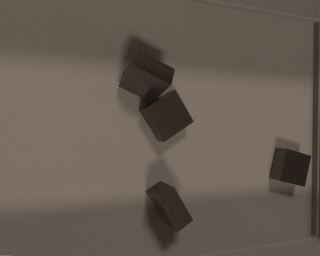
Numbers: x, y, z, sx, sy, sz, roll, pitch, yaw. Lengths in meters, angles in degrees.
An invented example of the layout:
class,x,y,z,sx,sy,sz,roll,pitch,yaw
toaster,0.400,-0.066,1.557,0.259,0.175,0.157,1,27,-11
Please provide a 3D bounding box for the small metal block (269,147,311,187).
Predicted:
class,x,y,z,sx,sy,sz,roll,pitch,yaw
small metal block,0.205,0.062,0.489,0.050,0.025,0.050,16,85,-20

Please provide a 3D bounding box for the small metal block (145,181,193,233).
class,x,y,z,sx,sy,sz,roll,pitch,yaw
small metal block,0.011,0.100,0.403,0.025,0.050,0.050,-32,101,-17

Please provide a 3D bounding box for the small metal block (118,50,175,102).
class,x,y,z,sx,sy,sz,roll,pitch,yaw
small metal block,-0.017,-0.063,0.389,0.050,0.050,0.025,25,58,-19

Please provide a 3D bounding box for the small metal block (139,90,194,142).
class,x,y,z,sx,sy,sz,roll,pitch,yaw
small metal block,0.009,-0.016,0.415,0.050,0.025,0.050,-34,102,-17
